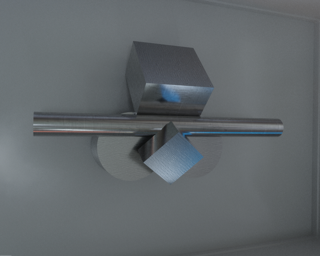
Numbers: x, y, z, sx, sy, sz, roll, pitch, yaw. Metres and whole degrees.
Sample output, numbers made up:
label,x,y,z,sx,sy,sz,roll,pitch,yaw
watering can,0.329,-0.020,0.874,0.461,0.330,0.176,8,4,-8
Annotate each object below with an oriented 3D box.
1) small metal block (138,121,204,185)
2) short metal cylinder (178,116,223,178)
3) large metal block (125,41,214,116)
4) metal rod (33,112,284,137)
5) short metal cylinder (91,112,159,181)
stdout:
label,x,y,z,sx,sy,sz,roll,pitch,yaw
small metal block,0.012,0.029,0.350,0.050,0.025,0.050,-41,124,6
short metal cylinder,0.035,0.023,0.410,0.081,0.050,0.079,0,90,-21
large metal block,0.008,-0.058,0.378,0.081,0.050,0.080,1,47,-20
metal rod,0.015,-0.002,0.363,0.303,0.025,0.025,1,90,-21
short metal cylinder,-0.041,0.021,0.382,0.081,0.050,0.079,0,90,-21
